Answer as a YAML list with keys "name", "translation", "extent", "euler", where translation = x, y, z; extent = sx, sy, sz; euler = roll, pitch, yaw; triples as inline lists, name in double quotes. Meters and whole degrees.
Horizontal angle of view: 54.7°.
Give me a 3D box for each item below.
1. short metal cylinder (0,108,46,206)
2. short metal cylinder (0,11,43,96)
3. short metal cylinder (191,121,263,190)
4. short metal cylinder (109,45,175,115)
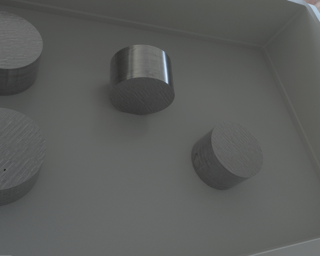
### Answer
- name: "short metal cylinder"
  translation: [-0.153, 0.028, 0.291]
  extent: [0.081, 0.050, 0.080]
  euler: [14, 56, -21]
- name: "short metal cylinder"
  translation: [-0.177, -0.083, 0.345]
  extent: [0.081, 0.050, 0.080]
  euler: [14, 56, -21]
- name: "short metal cylinder"
  translation: [0.090, 0.037, 0.417]
  extent: [0.081, 0.050, 0.080]
  euler: [14, 56, -21]
- name: "short metal cylinder"
  translation: [-0.023, -0.059, 0.395]
  extent: [0.081, 0.080, 0.050]
  euler: [10, 58, -24]
